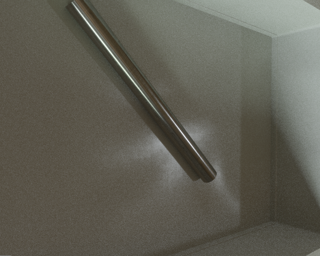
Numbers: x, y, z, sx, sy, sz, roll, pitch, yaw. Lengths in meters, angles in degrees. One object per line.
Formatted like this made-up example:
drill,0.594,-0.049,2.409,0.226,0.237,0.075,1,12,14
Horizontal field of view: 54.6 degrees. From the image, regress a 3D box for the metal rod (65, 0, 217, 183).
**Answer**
metal rod,-0.008,-0.032,0.398,0.300,0.025,0.025,52,60,-27
